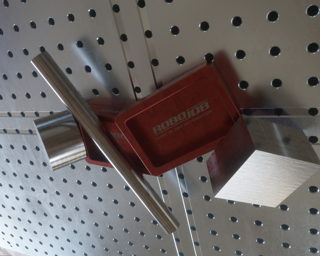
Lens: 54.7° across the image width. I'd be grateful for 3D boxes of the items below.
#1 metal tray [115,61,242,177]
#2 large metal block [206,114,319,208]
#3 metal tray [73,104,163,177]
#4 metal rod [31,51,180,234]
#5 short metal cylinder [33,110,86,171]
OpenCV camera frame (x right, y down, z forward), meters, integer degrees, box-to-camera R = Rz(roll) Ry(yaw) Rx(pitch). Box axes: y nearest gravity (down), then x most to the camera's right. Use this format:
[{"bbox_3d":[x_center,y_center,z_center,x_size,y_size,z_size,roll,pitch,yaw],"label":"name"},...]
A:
[{"bbox_3d":[0.025,-0.008,0.366,0.130,0.030,0.090,-28,104,20],"label":"metal tray"},{"bbox_3d":[0.109,0.039,0.339,0.081,0.050,0.079,13,131,-18],"label":"large metal block"},{"bbox_3d":[-0.056,0.016,0.447,0.130,0.030,0.089,7,122,24],"label":"metal tray"},{"bbox_3d":[-0.068,0.027,0.425,0.025,0.025,0.299,-28,103,37],"label":"metal rod"},{"bbox_3d":[-0.149,0.018,0.462,0.080,0.050,0.079,47,149,41],"label":"short metal cylinder"}]
